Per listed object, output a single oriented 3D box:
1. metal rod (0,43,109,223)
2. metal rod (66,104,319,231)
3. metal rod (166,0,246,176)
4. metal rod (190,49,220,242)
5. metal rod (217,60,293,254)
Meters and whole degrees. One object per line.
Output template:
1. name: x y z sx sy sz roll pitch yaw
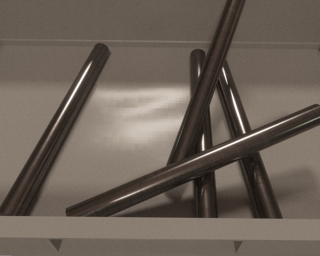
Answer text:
1. metal rod: -0.128 -0.018 0.418 0.025 0.025 0.300 10 50 7
2. metal rod: 0.047 0.039 0.339 0.302 0.025 0.025 -22 53 -9
3. metal rod: 0.067 -0.076 0.402 0.025 0.025 0.299 17 73 13
4. metal rod: 0.055 -0.004 0.409 0.025 0.025 0.300 2 50 1
5. metal rod: 0.106 0.005 0.401 0.025 0.025 0.300 -3 50 -3
